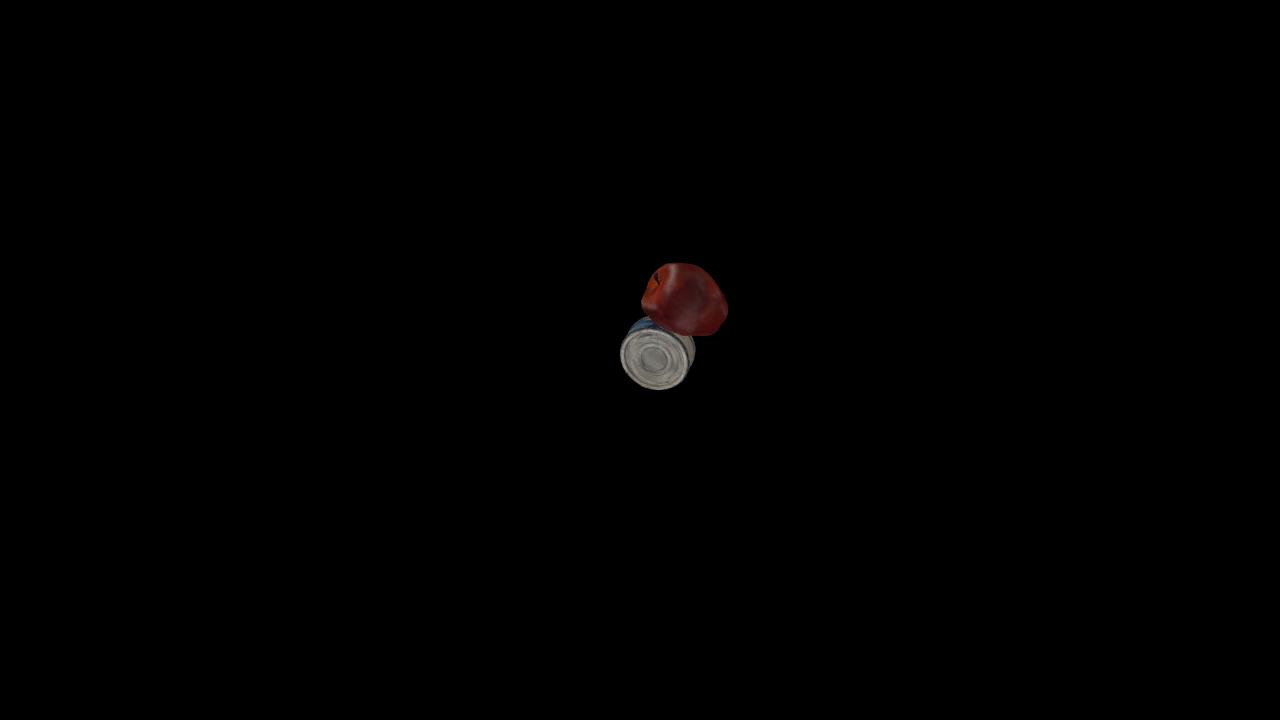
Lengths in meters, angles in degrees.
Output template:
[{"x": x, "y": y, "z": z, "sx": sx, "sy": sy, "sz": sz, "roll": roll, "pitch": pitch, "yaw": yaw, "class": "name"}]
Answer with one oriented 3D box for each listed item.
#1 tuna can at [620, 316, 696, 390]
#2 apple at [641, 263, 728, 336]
[{"x": 0.020, "y": -0.007, "z": 0.710, "sx": 0.084, "sy": 0.084, "sz": 0.034, "roll": 0, "pitch": 29, "yaw": 19, "class": "tuna can"}, {"x": 0.048, "y": -0.063, "z": 0.641, "sx": 0.093, "sy": 0.079, "sz": 0.079, "roll": 30, "pitch": -14, "yaw": -27, "class": "apple"}]
